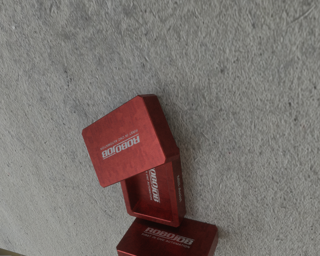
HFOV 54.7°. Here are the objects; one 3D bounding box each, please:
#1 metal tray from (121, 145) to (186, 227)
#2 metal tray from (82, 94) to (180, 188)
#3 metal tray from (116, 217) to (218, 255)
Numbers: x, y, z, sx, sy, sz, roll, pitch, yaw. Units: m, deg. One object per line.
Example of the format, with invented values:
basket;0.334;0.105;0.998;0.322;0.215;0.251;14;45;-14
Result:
metal tray;-0.013;0.082;0.460;0.090;0.030;0.129;7;122;24
metal tray;-0.045;0.020;0.419;0.130;0.030;0.090;-27;81;37
metal tray;0.013;0.175;0.466;0.130;0.090;0.030;7;121;24
